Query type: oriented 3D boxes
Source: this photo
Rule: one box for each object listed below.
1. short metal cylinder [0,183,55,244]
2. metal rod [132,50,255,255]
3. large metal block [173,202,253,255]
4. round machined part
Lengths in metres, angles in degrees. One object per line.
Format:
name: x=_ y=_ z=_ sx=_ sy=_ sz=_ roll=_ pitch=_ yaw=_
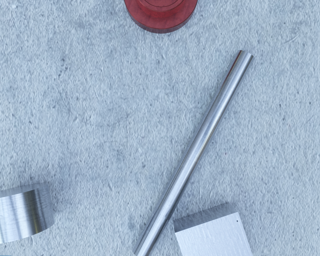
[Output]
short metal cylinder: x=-0.175 y=0.102 z=0.380 sx=0.080 sy=0.080 sz=0.050 roll=-10 pitch=90 yaw=0
metal rod: x=0.044 y=0.035 z=0.410 sx=0.025 sy=0.025 sz=0.299 roll=28 pitch=90 yaw=-1
large metal block: x=0.069 y=0.151 z=0.399 sx=0.080 sy=0.050 sz=0.080 roll=-18 pitch=90 yaw=-1
round machined part: x=0.001 y=-0.177 z=0.401 sx=0.099 sy=0.042 sz=0.097 roll=0 pitch=90 yaw=-1
